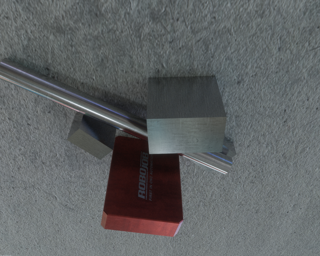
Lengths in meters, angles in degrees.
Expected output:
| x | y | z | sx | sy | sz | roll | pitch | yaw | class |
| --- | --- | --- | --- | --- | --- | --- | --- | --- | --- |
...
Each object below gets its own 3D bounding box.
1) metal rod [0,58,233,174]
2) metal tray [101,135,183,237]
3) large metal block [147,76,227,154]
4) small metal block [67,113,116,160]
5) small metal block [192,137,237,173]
| x | y | z | sx | sy | sz | roll | pitch | yaw | class |
| --- | --- | --- | --- | --- | --- | --- | --- | --- | --- |
| -0.044 | -0.009 | 0.383 | 0.302 | 0.025 | 0.025 | 24 | 126 | -13 | metal rod |
| -0.021 | 0.069 | 0.399 | 0.091 | 0.130 | 0.030 | 10 | 129 | -8 | metal tray |
| 0.027 | -0.017 | 0.357 | 0.081 | 0.080 | 0.050 | -2 | 130 | 1 | large metal block |
| -0.085 | 0.005 | 0.394 | 0.050 | 0.050 | 0.025 | 37 | 121 | -27 | small metal block |
| 0.070 | 0.030 | 0.436 | 0.050 | 0.025 | 0.050 | 34 | 122 | -26 | small metal block |
